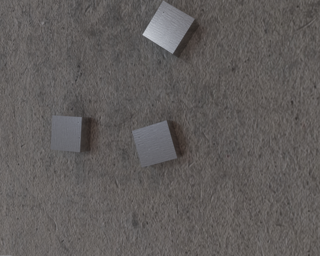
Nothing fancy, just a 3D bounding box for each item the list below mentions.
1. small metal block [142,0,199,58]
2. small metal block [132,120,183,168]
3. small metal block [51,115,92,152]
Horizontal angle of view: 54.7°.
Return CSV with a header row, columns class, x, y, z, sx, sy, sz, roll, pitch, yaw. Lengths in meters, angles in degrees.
class,x,y,z,sx,sy,sz,roll,pitch,yaw
small metal block,0.014,-0.128,0.404,0.050,0.025,0.050,36,101,16
small metal block,-0.003,0.021,0.410,0.050,0.025,0.050,-17,84,19
small metal block,-0.130,0.008,0.455,0.050,0.025,0.050,4,91,20
